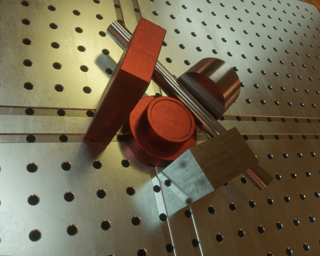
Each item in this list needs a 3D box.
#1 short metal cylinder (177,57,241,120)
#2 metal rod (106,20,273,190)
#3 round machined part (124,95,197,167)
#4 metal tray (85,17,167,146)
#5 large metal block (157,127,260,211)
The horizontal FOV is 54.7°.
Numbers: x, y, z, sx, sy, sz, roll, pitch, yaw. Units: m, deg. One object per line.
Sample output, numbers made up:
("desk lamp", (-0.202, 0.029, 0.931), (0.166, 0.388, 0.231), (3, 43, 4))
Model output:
("short metal cylinder", (0.067, -0.054, 0.442), (0.080, 0.080, 0.050), (45, 51, 2))
("metal rod", (0.038, -0.033, 0.423), (0.300, 0.025, 0.025), (46, 51, 4))
("round machined part", (0.006, -0.002, 0.403), (0.099, 0.042, 0.098), (14, 56, -21))
("metal tray", (-0.041, -0.047, 0.349), (0.030, 0.129, 0.090), (25, 53, -14))
("large metal block", (0.057, 0.049, 0.375), (0.081, 0.080, 0.050), (-21, 73, -36))
